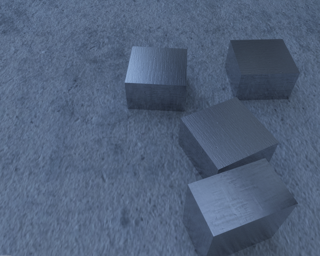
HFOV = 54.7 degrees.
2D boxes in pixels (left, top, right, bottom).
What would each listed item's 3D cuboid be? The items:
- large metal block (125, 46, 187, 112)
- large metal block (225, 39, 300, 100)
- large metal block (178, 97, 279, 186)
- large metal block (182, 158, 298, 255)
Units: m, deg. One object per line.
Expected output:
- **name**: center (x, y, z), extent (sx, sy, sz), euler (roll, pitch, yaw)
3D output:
- **large metal block**: center (-0.003, -0.072, 0.447), extent (0.080, 0.050, 0.080), euler (3, 50, 2)
- **large metal block**: center (0.148, -0.088, 0.463), extent (0.081, 0.050, 0.080), euler (-2, 50, -2)
- **large metal block**: center (0.078, 0.018, 0.373), extent (0.081, 0.050, 0.080), euler (-21, 53, -17)
- **large metal block**: center (0.071, 0.082, 0.299), extent (0.081, 0.080, 0.050), euler (-16, 52, -13)
